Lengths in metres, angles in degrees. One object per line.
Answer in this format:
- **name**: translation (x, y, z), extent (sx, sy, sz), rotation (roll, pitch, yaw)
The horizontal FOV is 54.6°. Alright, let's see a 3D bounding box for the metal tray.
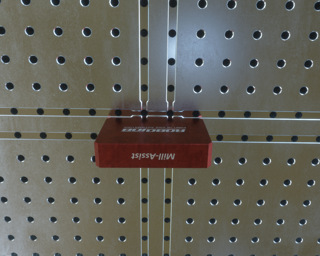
- **metal tray**: translation (-0.007, 0.016, 0.384), extent (0.131, 0.090, 0.030), rotation (0, 110, 0)
